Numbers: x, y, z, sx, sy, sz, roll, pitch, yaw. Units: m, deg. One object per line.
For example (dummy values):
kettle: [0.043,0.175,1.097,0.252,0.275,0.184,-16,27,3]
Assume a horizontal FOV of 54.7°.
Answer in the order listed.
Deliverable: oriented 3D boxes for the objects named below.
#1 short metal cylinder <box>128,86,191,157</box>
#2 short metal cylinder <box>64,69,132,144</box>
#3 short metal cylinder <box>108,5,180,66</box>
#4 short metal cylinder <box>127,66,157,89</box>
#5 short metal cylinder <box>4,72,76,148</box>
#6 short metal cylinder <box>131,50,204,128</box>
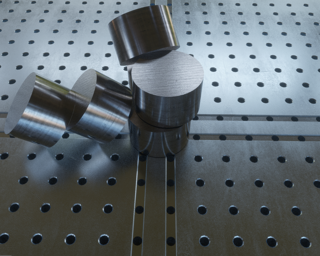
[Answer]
short metal cylinder: [-0.001,-0.009,0.398,0.081,0.050,0.080,0,50,0]
short metal cylinder: [-0.079,-0.026,0.384,0.050,0.080,0.080,26,39,-35]
short metal cylinder: [-0.020,-0.116,0.395,0.081,0.080,0.050,-19,96,-15]
short metal cylinder: [-0.005,-0.071,0.450,0.081,0.050,0.080,0,50,0]
short metal cylinder: [-0.147,-0.021,0.380,0.050,0.080,0.080,26,39,-35]
short metal cylinder: [0.009,-0.047,0.363,0.081,0.050,0.080,0,50,0]
